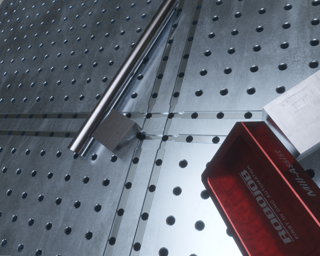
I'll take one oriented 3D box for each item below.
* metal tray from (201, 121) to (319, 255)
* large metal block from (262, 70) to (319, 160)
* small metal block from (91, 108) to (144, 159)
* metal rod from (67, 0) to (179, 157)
[{"bbox_3d":[0.094,0.068,0.279,0.130,0.030,0.089,63,142,38],"label":"metal tray"},{"bbox_3d":[0.147,-0.011,0.295,0.080,0.080,0.050,-34,69,5],"label":"large metal block"},{"bbox_3d":[-0.060,0.007,0.433,0.050,0.025,0.050,31,78,37],"label":"small metal block"},{"bbox_3d":[-0.052,-0.090,0.488,0.025,0.025,0.300,19,71,35],"label":"metal rod"}]
